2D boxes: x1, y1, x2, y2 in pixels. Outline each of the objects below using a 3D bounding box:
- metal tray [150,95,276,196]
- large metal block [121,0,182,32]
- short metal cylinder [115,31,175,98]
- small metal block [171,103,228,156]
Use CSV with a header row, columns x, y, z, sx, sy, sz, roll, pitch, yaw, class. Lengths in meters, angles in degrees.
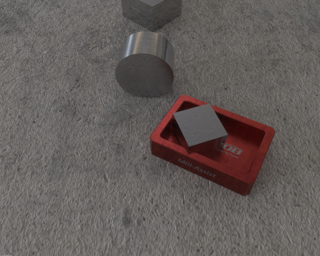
x,y,z,sx,sy,sz,roll,pitch,yaw,class
0.064,0.016,0.386,0.130,0.030,0.090,23,54,18,metal tray
-0.015,-0.235,0.584,0.080,0.050,0.080,35,58,26,large metal block
-0.020,-0.089,0.442,0.080,0.080,0.050,3,50,2,short metal cylinder
0.047,0.002,0.382,0.050,0.025,0.050,-16,58,-13,small metal block
